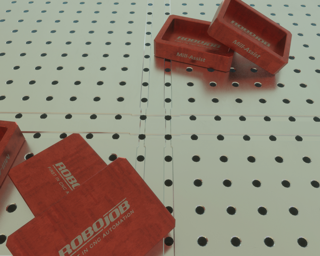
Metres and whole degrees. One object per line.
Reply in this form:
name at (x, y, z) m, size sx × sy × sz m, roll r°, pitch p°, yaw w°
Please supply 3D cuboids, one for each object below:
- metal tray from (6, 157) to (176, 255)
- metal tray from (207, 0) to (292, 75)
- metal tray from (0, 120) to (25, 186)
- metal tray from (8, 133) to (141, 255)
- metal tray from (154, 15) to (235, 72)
metal tray at (-0.061, 0.101, 0.298) m, size 0.131 × 0.030 × 0.090 m, roll -36°, pitch 81°, yaw -27°
metal tray at (0.148, -0.154, 0.503) m, size 0.130 × 0.030 × 0.090 m, roll 30°, pitch 52°, yaw -7°
metal tray at (-0.230, 0.046, 0.362) m, size 0.091 × 0.030 × 0.130 m, roll 6°, pitch 50°, yaw 4°
metal tray at (-0.094, 0.073, 0.342) m, size 0.091 × 0.030 × 0.130 m, roll -33°, pitch 58°, yaw -25°
metal tray at (0.065, -0.147, 0.528) m, size 0.131 × 0.030 × 0.090 m, roll 15°, pitch 52°, yaw 12°
